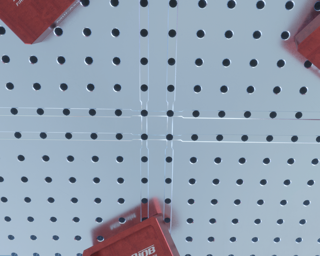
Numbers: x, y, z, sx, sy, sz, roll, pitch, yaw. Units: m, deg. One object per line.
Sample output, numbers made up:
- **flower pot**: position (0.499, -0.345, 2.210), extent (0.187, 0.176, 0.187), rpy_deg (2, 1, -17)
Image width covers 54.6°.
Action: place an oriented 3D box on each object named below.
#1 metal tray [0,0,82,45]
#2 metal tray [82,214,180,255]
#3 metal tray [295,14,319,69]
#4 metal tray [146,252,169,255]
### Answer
- **metal tray**: position (-0.133, -0.170, 0.347), extent (0.130, 0.030, 0.090), rpy_deg (-39, 106, 13)
- **metal tray**: position (-0.040, 0.197, 0.458), extent (0.130, 0.030, 0.090), rpy_deg (-29, 74, 10)
- **metal tray**: position (0.239, -0.092, 0.361), extent (0.130, 0.030, 0.090), rpy_deg (34, 129, -12)
- **metal tray**: position (-0.013, 0.272, 0.510), extent (0.090, 0.030, 0.129), rpy_deg (-16, 110, 5)
